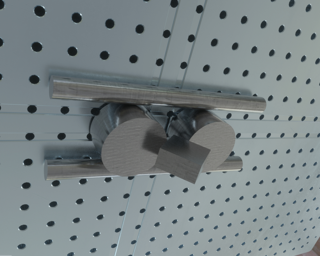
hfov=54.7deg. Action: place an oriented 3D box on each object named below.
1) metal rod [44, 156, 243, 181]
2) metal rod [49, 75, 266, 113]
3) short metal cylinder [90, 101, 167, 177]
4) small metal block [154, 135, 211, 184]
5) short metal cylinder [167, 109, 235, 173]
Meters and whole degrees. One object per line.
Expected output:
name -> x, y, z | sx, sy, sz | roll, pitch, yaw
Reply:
metal rod -> -0.003, 0.054, 0.439 | 0.303, 0.025, 0.025 | 2, 118, -30
metal rod -> 0.019, -0.038, 0.394 | 0.303, 0.025, 0.025 | 2, 118, -29
short metal cylinder -> -0.039, 0.012, 0.377 | 0.081, 0.050, 0.079 | -14, 124, -21
small metal block -> 0.028, 0.036, 0.368 | 0.050, 0.050, 0.025 | -40, 149, -64
short metal cylinder -> 0.057, 0.015, 0.431 | 0.081, 0.050, 0.079 | -14, 124, -21
